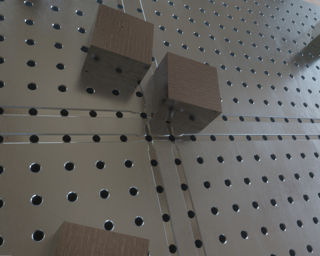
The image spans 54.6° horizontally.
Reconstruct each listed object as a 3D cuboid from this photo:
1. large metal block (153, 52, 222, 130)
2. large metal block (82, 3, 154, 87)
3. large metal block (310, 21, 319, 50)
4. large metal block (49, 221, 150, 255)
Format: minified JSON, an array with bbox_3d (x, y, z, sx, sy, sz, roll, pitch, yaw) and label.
[{"bbox_3d":[0.037,-0.052,0.443,0.081,0.050,0.080,13,56,-21],"label":"large metal block"},{"bbox_3d":[-0.057,-0.114,0.431,0.081,0.050,0.080,15,56,-20],"label":"large metal block"},{"bbox_3d":[0.410,-0.235,0.735,0.050,0.080,0.080,35,51,-5],"label":"large metal block"},{"bbox_3d":[-0.061,0.137,0.276,0.080,0.050,0.080,19,54,-17],"label":"large metal block"}]
